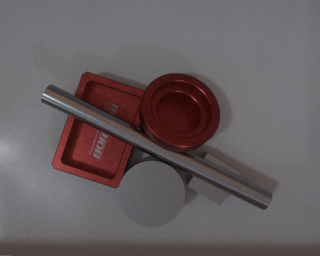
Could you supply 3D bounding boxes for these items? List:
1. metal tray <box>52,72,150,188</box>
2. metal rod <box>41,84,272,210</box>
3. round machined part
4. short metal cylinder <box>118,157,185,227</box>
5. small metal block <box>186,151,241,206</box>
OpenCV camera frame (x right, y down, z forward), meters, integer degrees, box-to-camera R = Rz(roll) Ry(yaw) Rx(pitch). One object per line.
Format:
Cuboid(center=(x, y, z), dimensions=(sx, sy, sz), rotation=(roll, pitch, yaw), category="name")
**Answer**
Cuboid(center=(-0.074, 0.002, 0.405), dimensions=(0.090, 0.030, 0.129), rotation=(19, 90, -1), category="metal tray")
Cuboid(center=(-0.001, 0.025, 0.381), dimensions=(0.301, 0.025, 0.025), rotation=(26, 90, -3), category="metal rod")
Cuboid(center=(0.022, -0.016, 0.389), dimensions=(0.099, 0.042, 0.098), rotation=(5, 67, -12), category="round machined part")
Cuboid(center=(-0.010, 0.079, 0.397), dimensions=(0.081, 0.050, 0.079), rotation=(0, 90, -1), category="short metal cylinder")
Cuboid(center=(0.070, 0.066, 0.411), dimensions=(0.050, 0.025, 0.050), rotation=(32, 90, -1), category="small metal block")
